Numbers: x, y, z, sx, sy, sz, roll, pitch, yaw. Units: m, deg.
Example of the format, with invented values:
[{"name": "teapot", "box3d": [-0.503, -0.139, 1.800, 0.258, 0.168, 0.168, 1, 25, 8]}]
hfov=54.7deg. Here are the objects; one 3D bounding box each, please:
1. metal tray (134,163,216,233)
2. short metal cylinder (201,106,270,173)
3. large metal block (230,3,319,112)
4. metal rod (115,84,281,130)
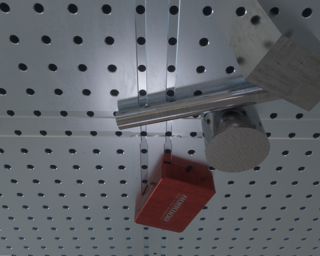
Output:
[{"name": "metal tray", "box3d": [0.021, 0.119, 0.511, 0.091, 0.030, 0.129, 17, 128, -15]}, {"name": "short metal cylinder", "box3d": [0.097, 0.013, 0.408, 0.081, 0.050, 0.079, 0, 130, 0]}, {"name": "large metal block", "box3d": [0.126, -0.073, 0.315, 0.080, 0.080, 0.050, 22, 127, -18]}, {"name": "metal rod", "box3d": [0.093, -0.037, 0.380, 0.301, 0.025, 0.025, -11, 130, 8]}]
